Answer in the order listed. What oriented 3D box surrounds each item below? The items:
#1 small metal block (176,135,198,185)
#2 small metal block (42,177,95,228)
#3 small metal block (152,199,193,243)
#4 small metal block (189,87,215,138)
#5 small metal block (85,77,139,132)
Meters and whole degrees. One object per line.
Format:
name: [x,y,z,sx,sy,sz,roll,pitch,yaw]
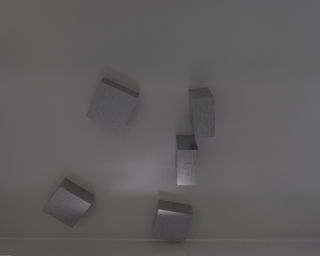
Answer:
small metal block: [0.035,0.042,0.413,0.025,0.050,0.050,0,110,0]
small metal block: [-0.133,0.109,0.450,0.050,0.025,0.050,35,106,-12]
small metal block: [0.018,0.139,0.463,0.050,0.025,0.050,11,110,-4]
small metal block: [0.052,-0.020,0.391,0.025,0.050,0.050,-5,110,2]
small metal block: [-0.061,-0.030,0.400,0.050,0.025,0.050,24,108,-9]
